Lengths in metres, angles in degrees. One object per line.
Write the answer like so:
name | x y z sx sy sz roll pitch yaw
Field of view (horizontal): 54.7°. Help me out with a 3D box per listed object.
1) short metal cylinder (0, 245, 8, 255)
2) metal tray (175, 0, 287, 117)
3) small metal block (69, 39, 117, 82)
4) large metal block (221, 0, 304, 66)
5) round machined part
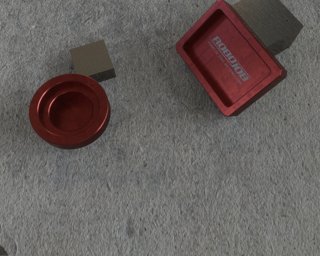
short metal cylinder | -0.212 0.163 0.334 0.081 0.050 0.080 0 70 0
metal tray | 0.090 -0.091 0.411 0.090 0.030 0.130 -42 71 29
small metal block | -0.095 -0.092 0.441 0.050 0.025 0.050 -19 71 -7
large metal block | 0.140 -0.142 0.448 0.080 0.050 0.080 -30 73 -11
round machined part | -0.114 -0.019 0.405 0.099 0.042 0.098 0 70 0
